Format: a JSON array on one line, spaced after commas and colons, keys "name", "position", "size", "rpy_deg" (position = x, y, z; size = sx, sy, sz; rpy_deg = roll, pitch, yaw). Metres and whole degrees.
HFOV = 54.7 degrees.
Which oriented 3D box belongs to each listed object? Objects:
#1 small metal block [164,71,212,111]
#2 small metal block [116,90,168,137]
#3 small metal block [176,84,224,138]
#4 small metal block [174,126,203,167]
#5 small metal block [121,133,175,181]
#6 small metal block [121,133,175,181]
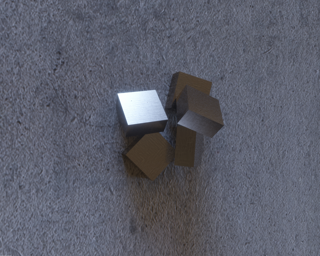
[{"name": "small metal block", "position": [0.039, -0.045, 0.426], "size": [0.050, 0.025, 0.050], "rpy_deg": [15, 85, -20]}, {"name": "small metal block", "position": [-0.024, -0.019, 0.389], "size": [0.050, 0.025, 0.050], "rpy_deg": [-8, 55, -21]}, {"name": "small metal block", "position": [0.049, -0.021, 0.389], "size": [0.050, 0.025, 0.050], "rpy_deg": [23, 39, -19]}, {"name": "small metal block", "position": [0.039, 0.024, 0.410], "size": [0.025, 0.050, 0.050], "rpy_deg": [4, 88, 18]}, {"name": "small metal block", "position": [-0.013, 0.033, 0.407], "size": [0.050, 0.025, 0.050], "rpy_deg": [-47, 105, -14]}, {"name": "small metal block", "position": [-0.013, 0.033, 0.407], "size": [0.050, 0.025, 0.050], "rpy_deg": [-47, 105, -14]}]
